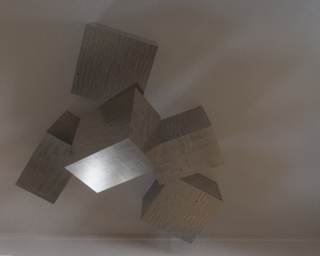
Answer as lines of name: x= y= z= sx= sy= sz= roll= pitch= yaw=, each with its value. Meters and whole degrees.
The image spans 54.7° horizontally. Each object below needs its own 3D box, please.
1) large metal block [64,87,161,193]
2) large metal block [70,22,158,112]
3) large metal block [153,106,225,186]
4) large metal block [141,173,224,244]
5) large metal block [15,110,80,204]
large metal block: x=-0.048 y=0.013 z=0.339 sx=0.080 sy=0.080 sz=0.050 roll=-25 pitch=127 yaw=22
large metal block: x=-0.052 y=-0.073 z=0.370 sx=0.080 sy=0.050 sz=0.079 roll=16 pitch=109 yaw=-7
large metal block: x=0.028 y=0.019 z=0.389 sx=0.080 sy=0.080 sz=0.050 roll=-20 pitch=109 yaw=7
large metal block: x=0.029 y=0.102 z=0.436 sx=0.080 sy=0.050 sz=0.080 roll=29 pitch=107 yaw=-11
large metal block: x=-0.126 y=0.034 z=0.393 sx=0.050 sy=0.080 sz=0.080 roll=32 pitch=107 yaw=-11
